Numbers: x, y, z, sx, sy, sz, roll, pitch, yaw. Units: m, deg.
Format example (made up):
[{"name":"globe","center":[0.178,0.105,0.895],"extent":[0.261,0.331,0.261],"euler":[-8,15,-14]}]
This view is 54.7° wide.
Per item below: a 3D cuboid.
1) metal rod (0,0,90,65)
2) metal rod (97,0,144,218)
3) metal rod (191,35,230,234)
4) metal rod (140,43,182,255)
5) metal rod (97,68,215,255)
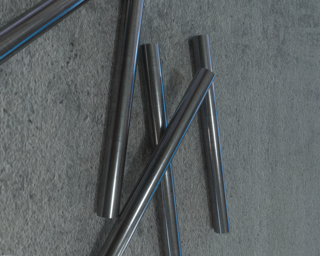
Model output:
[{"name":"metal rod","center":[-0.135,-0.086,0.290],"extent":[0.301,0.025,0.025],"euler":[-50,120,-28]},{"name":"metal rod","center":[-0.043,-0.048,0.367],"extent":[0.025,0.025,0.298],"euler":[11,83,-40]},{"name":"metal rod","center":[0.078,0.013,0.469],"extent":[0.025,0.025,0.298],"euler":[-13,98,-39]},{"name":"metal rod","center":[0.003,0.043,0.406],"extent":[0.025,0.025,0.298],"euler":[-11,97,-40]},{"name":"metal rod","center":[-0.009,0.057,0.371],"extent":[0.025,0.025,0.300],"euler":[37,75,-34]}]
